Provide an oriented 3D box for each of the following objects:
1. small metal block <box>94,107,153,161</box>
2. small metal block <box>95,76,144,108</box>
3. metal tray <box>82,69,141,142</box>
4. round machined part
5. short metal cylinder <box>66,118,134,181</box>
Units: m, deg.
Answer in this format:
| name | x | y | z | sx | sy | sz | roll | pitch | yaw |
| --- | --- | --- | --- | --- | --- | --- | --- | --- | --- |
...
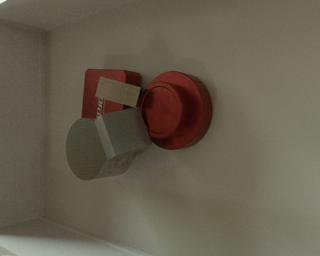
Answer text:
| name | x | y | z | sx | sy | sz | roll | pitch | yaw |
| --- | --- | --- | --- | --- | --- | --- | --- | --- | --- |
| small metal block | -0.044 | 0.006 | 0.372 | 0.025 | 0.050 | 0.050 | -33 | 76 | 55 |
| small metal block | -0.049 | -0.045 | 0.393 | 0.050 | 0.050 | 0.025 | 16 | 96 | 1 |
| metal tray | -0.076 | -0.020 | 0.459 | 0.090 | 0.030 | 0.129 | 10 | 96 | 39 |
| round machined part | 0.011 | -0.022 | 0.382 | 0.098 | 0.042 | 0.097 | 0 | 90 | 39 |
| short metal cylinder | -0.081 | 0.027 | 0.413 | 0.080 | 0.050 | 0.079 | 0 | 90 | 39 |
